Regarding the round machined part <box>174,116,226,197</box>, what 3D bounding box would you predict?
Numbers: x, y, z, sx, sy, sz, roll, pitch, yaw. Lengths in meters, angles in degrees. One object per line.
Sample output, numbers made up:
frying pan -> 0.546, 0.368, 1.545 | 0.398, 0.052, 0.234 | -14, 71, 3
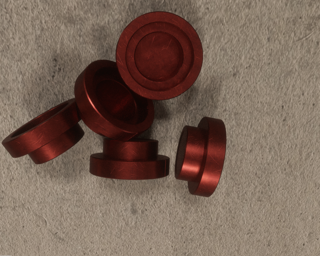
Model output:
round machined part -> 0.046, 0.033, 0.384 | 0.042, 0.098, 0.097 | 11, 110, -4

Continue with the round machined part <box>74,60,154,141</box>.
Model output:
round machined part -> -0.057, -0.028, 0.365 | 0.098, 0.098, 0.042 | 44, 127, -15

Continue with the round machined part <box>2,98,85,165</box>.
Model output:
round machined part -> -0.131, 0.007, 0.372 | 0.098, 0.098, 0.042 | -26, 109, 9

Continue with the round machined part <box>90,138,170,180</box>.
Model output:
round machined part -> -0.037, 0.035, 0.387 | 0.099, 0.098, 0.042 | 2, 91, -2

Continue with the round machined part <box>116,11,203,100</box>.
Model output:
round machined part -> -0.002, -0.084, 0.365 | 0.099, 0.042, 0.097 | -2, 105, -7
